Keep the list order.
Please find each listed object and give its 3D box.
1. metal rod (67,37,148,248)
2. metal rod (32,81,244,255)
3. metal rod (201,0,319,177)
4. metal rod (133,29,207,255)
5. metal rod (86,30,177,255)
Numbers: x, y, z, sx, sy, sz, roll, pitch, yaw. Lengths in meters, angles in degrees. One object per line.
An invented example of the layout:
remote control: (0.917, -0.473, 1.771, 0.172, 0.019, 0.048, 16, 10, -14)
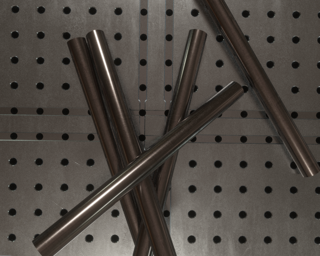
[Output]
metal rod: (-0.064, 0.026, 0.412, 0.025, 0.025, 0.298, -18, 90, 0)
metal rod: (-0.007, 0.034, 0.359, 0.302, 0.025, 0.025, -38, 90, -22)
metal rod: (0.129, -0.070, 0.415, 0.025, 0.025, 0.299, -30, 90, 0)
metal rod: (0.014, 0.017, 0.400, 0.025, 0.025, 0.299, 14, 85, -1)
metal rod: (-0.039, 0.015, 0.384, 0.025, 0.025, 0.299, -19, 79, 0)
